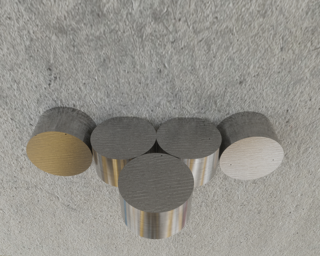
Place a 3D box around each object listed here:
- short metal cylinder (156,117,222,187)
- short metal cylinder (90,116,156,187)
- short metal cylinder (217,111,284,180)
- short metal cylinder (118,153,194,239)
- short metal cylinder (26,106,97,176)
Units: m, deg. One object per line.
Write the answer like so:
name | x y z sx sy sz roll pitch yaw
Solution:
short metal cylinder | 0.036 0.029 0.398 0.081 0.080 0.050 0 129 0
short metal cylinder | -0.045 0.029 0.397 0.081 0.080 0.050 0 130 0
short metal cylinder | 0.116 0.024 0.413 0.081 0.050 0.079 -1 131 0
short metal cylinder | -0.004 0.074 0.344 0.081 0.080 0.050 1 131 -1
short metal cylinder | -0.125 0.018 0.406 0.081 0.050 0.079 -1 130 0
